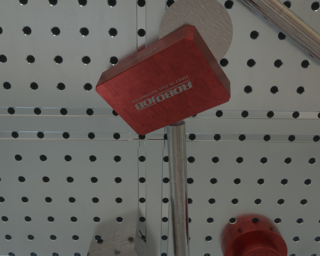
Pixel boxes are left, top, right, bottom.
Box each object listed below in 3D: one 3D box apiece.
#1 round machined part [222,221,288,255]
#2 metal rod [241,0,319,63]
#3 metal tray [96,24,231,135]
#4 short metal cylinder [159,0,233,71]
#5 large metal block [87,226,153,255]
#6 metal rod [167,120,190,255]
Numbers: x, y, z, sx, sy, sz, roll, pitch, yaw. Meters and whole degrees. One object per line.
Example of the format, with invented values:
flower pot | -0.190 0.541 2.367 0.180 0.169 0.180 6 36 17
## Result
round machined part | 0.149 0.198 0.480 0.099 0.042 0.097 0 110 -1
metal rod | 0.094 -0.163 0.354 0.301 0.025 0.025 33 107 -12
metal tray | 0.003 -0.048 0.358 0.130 0.030 0.090 -22 126 29
short metal cylinder | 0.039 -0.111 0.360 0.081 0.050 0.079 0 110 -1
large metal block | -0.057 0.211 0.477 0.080 0.050 0.080 -22 109 7
metal rod | 0.030 0.133 0.462 0.025 0.025 0.298 -3 110 1
